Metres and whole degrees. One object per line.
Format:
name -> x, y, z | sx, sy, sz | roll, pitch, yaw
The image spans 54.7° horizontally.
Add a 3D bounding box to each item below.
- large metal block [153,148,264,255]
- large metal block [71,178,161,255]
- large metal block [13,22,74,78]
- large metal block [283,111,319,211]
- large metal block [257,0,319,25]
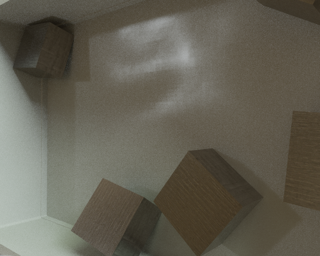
large metal block -> 0.052, 0.080, 0.348 | 0.080, 0.050, 0.080 | 46, 118, 30
large metal block -> -0.057, 0.124, 0.415 | 0.080, 0.050, 0.080 | 15, 67, 39
large metal block -> -0.207, -0.135, 0.550 | 0.080, 0.050, 0.080 | 9, 82, 39
large metal block -> 0.157, 0.029, 0.261 | 0.080, 0.050, 0.079 | 8, 95, 39
large metal block -> 0.121, -0.132, 0.271 | 0.080, 0.081, 0.050 | 38, 113, 33
